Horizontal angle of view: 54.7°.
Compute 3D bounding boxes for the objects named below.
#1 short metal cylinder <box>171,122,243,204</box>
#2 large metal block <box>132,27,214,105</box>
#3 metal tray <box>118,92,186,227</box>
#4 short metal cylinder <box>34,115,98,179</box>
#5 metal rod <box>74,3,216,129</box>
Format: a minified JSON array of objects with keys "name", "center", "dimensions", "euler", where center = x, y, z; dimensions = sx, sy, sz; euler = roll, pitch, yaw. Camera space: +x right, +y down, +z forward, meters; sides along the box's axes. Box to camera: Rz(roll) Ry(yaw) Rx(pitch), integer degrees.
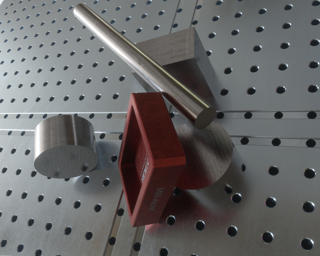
[{"name":"short metal cylinder","center":[0.047,0.038,0.344],"dimensions":[0.080,0.050,0.080],"euler":[-13,56,20]},{"name":"large metal block","center":[0.020,-0.076,0.408],"dimensions":[0.080,0.080,0.050],"euler":[-10,58,23]},{"name":"metal tray","center":[-0.016,0.037,0.331],"dimensions":[0.030,0.129,0.090],"euler":[-4,51,-19]},{"name":"short metal cylinder","center":[-0.128,0.027,0.422],"dimensions":[0.080,0.080,0.050],"euler":[-26,53,12]},{"name":"metal rod","center":[-0.039,-0.094,0.381],"dimensions":[0.025,0.025,0.300],"euler":[-43,52,-1]}]
